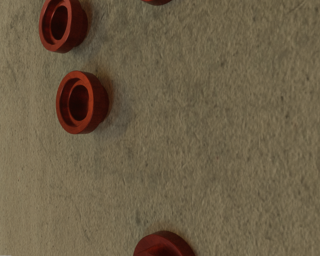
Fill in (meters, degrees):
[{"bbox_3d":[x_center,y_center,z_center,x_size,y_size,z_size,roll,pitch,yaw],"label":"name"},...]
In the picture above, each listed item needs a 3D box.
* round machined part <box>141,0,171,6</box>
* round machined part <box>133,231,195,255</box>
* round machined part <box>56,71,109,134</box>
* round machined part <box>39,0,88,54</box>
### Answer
[{"bbox_3d":[-0.008,-0.214,0.399,0.098,0.042,0.097,0,90,39],"label":"round machined part"},{"bbox_3d":[-0.001,0.185,0.393,0.098,0.042,0.097,0,90,39],"label":"round machined part"},{"bbox_3d":[-0.119,-0.039,0.489,0.098,0.042,0.097,0,90,39],"label":"round machined part"},{"bbox_3d":[-0.159,-0.174,0.522,0.098,0.042,0.097,0,90,39],"label":"round machined part"}]
